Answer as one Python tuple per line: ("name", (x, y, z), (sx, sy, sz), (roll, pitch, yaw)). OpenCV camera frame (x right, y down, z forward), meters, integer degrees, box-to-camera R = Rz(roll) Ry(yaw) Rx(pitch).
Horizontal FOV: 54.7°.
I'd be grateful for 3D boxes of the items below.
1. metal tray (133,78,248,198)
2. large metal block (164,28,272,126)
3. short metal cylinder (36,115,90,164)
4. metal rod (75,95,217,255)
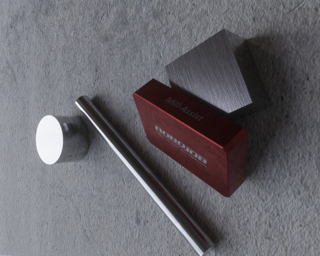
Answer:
("metal tray", (0.032, 0.010, 0.339), (0.130, 0.030, 0.090), (34, 154, 34))
("large metal block", (0.061, -0.046, 0.337), (0.080, 0.050, 0.080), (-26, 74, 36))
("short metal cylinder", (-0.164, 0.019, 0.521), (0.080, 0.050, 0.079), (0, 90, 39))
("metal rod", (-0.035, 0.049, 0.431), (0.300, 0.025, 0.025), (45, 117, 30))
